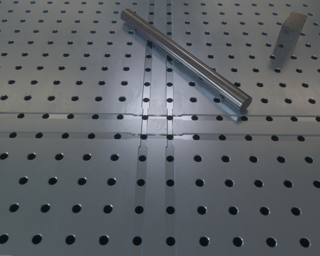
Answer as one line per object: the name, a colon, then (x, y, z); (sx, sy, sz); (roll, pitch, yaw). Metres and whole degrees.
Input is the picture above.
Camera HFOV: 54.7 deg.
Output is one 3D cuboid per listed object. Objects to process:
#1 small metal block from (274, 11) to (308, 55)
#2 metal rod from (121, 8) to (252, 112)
small metal block: (0.223, -0.162, 0.529); (0.025, 0.050, 0.050); (28, 56, 21)
metal rod: (0.028, -0.124, 0.511); (0.025, 0.025, 0.300); (-31, 57, -23)
